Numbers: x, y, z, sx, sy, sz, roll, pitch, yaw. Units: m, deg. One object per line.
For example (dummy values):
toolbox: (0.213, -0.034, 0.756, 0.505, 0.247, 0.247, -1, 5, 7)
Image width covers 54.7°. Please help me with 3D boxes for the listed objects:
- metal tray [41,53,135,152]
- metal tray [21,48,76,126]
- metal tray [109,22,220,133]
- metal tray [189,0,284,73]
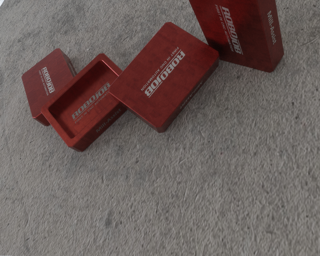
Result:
metal tray: (-0.103, -0.039, 0.465, 0.130, 0.030, 0.090, -44, 65, -3)
metal tray: (-0.190, -0.075, 0.547, 0.090, 0.030, 0.130, -36, 51, 4)
metal tray: (0.007, -0.070, 0.419, 0.090, 0.030, 0.130, 37, 82, 15)
metal tray: (0.090, -0.125, 0.366, 0.090, 0.130, 0.030, 26, 76, 37)
